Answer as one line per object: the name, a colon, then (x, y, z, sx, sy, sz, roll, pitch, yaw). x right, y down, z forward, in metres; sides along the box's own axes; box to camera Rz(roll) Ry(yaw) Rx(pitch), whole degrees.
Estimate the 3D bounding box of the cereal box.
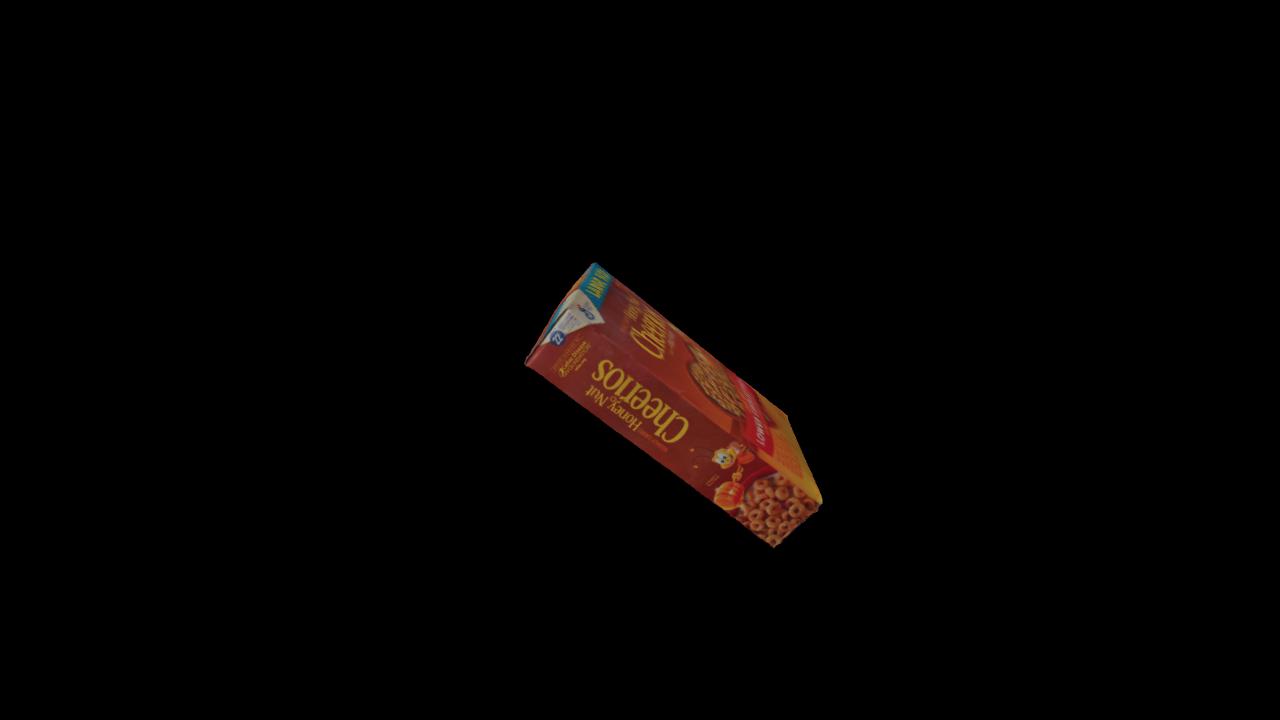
cereal box: (0.038, 0.034, 0.648, 0.306, 0.081, 0.203, 39, 17, -10)
